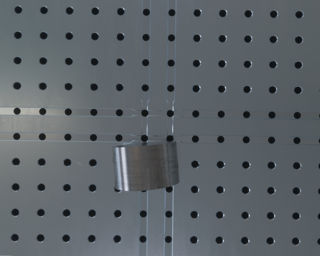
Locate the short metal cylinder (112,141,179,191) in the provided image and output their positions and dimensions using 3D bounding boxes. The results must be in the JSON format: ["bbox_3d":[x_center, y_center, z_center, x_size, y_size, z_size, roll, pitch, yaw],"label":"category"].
[{"bbox_3d":[-0.018,0.045,0.386,0.080,0.080,0.050,-5,90,0],"label":"short metal cylinder"}]
